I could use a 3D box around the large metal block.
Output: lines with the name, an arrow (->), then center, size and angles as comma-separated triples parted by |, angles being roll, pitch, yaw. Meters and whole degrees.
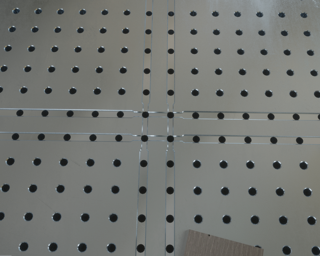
large metal block -> 0.060, 0.163, 0.339 | 0.080, 0.050, 0.080 | 14, 71, 5
